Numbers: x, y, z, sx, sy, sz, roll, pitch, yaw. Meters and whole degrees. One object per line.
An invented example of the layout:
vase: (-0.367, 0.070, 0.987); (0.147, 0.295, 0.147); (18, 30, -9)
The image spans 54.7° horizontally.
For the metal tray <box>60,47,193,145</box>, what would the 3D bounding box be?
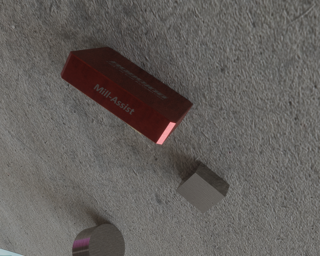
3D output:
metal tray: (-0.033, -0.042, 0.352); (0.130, 0.090, 0.030); (35, 114, 5)

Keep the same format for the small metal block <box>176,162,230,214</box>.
small metal block: (0.059, 0.083, 0.427); (0.050, 0.025, 0.050); (39, 129, 1)

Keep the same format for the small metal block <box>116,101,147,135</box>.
small metal block: (-0.030, -0.022, 0.394); (0.050, 0.025, 0.050); (39, 156, -5)

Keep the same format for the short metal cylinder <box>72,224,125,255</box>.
short metal cylinder: (-0.111, 0.220, 0.566); (0.050, 0.080, 0.080); (-26, 104, 37)
